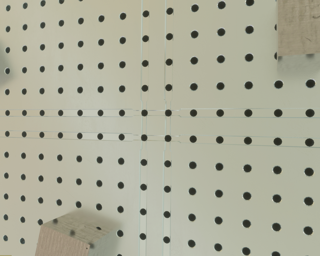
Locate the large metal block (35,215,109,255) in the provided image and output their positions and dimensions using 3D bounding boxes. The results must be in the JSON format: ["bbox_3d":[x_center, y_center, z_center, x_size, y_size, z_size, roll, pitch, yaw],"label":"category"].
[{"bbox_3d":[-0.128,0.182,0.443,0.080,0.050,0.079,14,95,19],"label":"large metal block"}]

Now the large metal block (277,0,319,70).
[{"bbox_3d":[0.152,-0.110,0.330,0.050,0.080,0.079,0,90,20],"label":"large metal block"}]
